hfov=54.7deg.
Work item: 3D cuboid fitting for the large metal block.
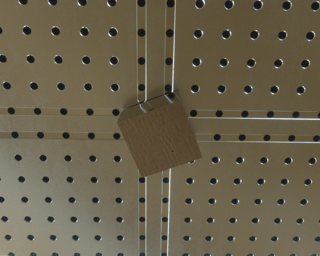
[{"bbox_3d":[0.001,0.007,0.400,0.080,0.050,0.080,-20,109,6],"label":"large metal block"}]
